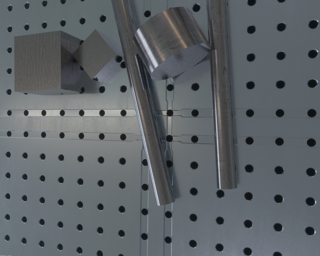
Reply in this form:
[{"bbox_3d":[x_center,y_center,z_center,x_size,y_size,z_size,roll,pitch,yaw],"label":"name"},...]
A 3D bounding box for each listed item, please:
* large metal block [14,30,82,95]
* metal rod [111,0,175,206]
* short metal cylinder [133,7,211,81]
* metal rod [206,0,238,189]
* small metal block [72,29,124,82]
[{"bbox_3d":[-0.164,-0.093,0.457,0.080,0.050,0.079,0,90,20],"label":"large metal block"},{"bbox_3d":[-0.025,-0.046,0.421,0.025,0.025,0.298,-14,85,19],"label":"metal rod"},{"bbox_3d":[0.014,-0.100,0.378,0.080,0.080,0.050,-29,81,17],"label":"short metal cylinder"},{"bbox_3d":[0.075,-0.075,0.386,0.025,0.025,0.298,-3,89,20],"label":"metal rod"},{"bbox_3d":[-0.088,-0.103,0.444,0.050,0.025,0.050,-42,77,15],"label":"small metal block"}]
